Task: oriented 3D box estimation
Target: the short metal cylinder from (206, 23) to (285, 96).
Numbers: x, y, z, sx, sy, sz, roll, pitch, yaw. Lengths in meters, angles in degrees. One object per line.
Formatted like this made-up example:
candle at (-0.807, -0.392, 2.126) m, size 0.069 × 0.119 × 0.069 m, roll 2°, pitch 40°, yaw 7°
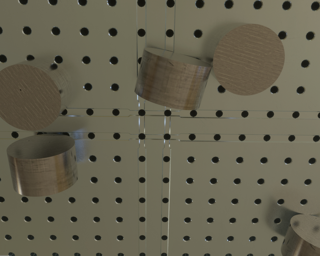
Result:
short metal cylinder at (0.100, -0.084, 0.371) m, size 0.081 × 0.050 × 0.079 m, roll 0°, pitch 110°, yaw -1°

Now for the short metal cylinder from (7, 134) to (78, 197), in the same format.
short metal cylinder at (-0.149, 0.045, 0.399) m, size 0.081 × 0.080 × 0.050 m, roll 0°, pitch 110°, yaw -1°

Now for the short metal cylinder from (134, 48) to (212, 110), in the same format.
short metal cylinder at (0.015, -0.059, 0.363) m, size 0.081 × 0.080 × 0.050 m, roll 13°, pitch 110°, yaw -5°

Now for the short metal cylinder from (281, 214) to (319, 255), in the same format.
short metal cylinder at (0.224, 0.171, 0.450) m, size 0.081 × 0.080 × 0.050 m, roll 8°, pitch 110°, yaw -3°

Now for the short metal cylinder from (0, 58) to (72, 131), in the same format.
short metal cylinder at (-0.155, -0.043, 0.382) m, size 0.081 × 0.050 × 0.079 m, roll 0°, pitch 110°, yaw -1°
